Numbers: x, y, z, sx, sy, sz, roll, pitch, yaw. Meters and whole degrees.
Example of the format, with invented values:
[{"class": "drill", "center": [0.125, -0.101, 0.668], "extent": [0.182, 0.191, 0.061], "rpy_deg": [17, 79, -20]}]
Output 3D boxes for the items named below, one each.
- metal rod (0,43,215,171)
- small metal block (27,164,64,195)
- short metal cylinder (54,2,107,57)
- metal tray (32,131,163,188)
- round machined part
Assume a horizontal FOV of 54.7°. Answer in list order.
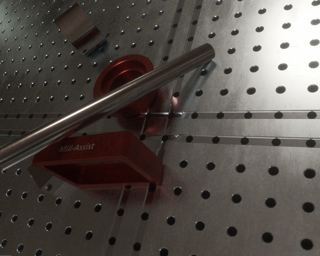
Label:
[{"class": "metal rod", "center": [-0.049, -0.037, 0.380], "extent": [0.302, 0.025, 0.025], "rpy_deg": [-31, 47, -24]}, {"class": "small metal block", "center": [-0.158, 0.060, 0.452], "extent": [0.050, 0.025, 0.050], "rpy_deg": [-48, 52, -6]}, {"class": "short metal cylinder", "center": [-0.140, -0.174, 0.551], "extent": [0.050, 0.080, 0.080], "rpy_deg": [-39, 51, 2]}, {"class": "metal tray", "center": [-0.074, 0.043, 0.377], "extent": [0.130, 0.090, 0.030], "rpy_deg": [-7, 59, 24]}, {"class": "round machined part", "center": [-0.045, -0.057, 0.454], "extent": [0.098, 0.042, 0.098], "rpy_deg": [-13, 56, 20]}]
